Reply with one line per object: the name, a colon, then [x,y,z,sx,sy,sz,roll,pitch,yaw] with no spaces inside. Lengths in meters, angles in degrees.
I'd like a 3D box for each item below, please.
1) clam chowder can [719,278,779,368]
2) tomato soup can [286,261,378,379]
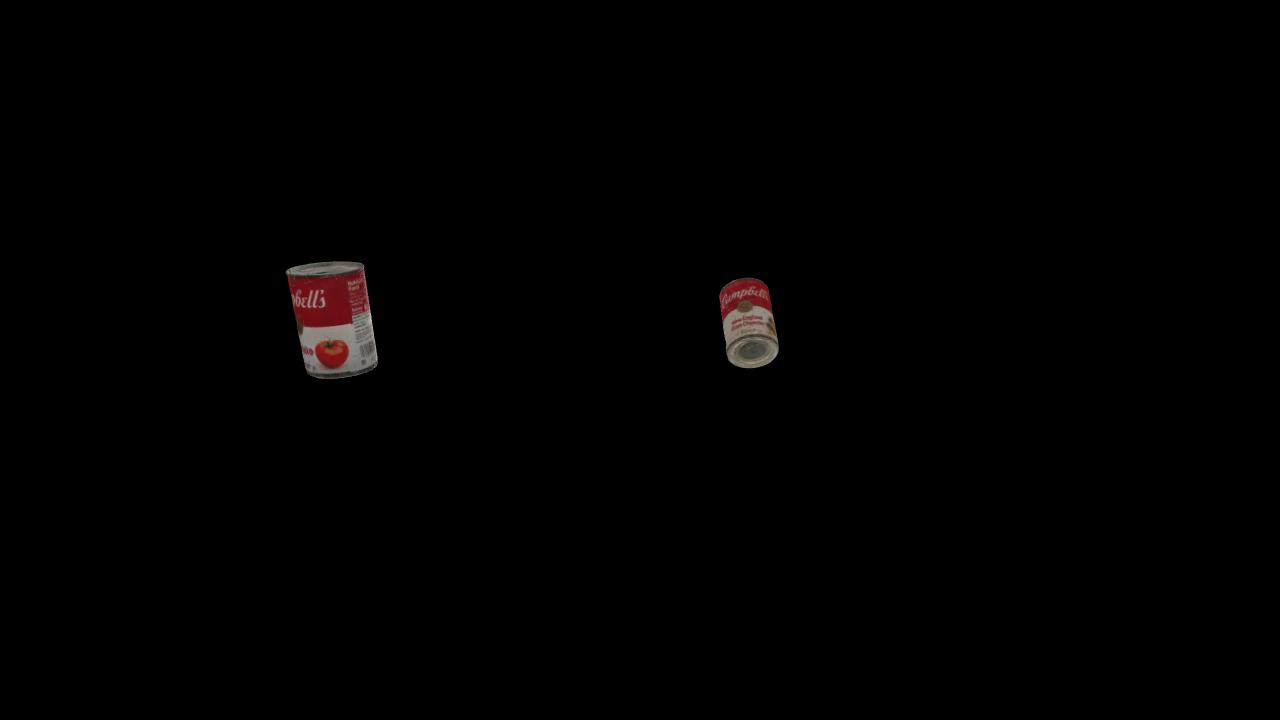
clam chowder can: [0.141,-0.048,0.804,0.068,0.102,0.068,0,-37,0]
tomato soup can: [-0.295,-0.040,0.595,0.068,0.101,0.068,0,20,0]
